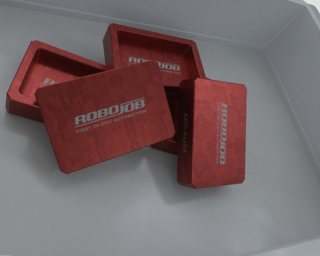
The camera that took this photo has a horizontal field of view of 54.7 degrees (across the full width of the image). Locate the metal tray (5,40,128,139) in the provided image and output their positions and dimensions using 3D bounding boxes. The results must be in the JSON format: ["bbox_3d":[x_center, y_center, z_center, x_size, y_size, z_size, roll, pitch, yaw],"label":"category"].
[{"bbox_3d":[-0.101,-0.043,0.371,0.131,0.030,0.090,18,55,-18],"label":"metal tray"}]

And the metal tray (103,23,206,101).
[{"bbox_3d":[-0.005,-0.084,0.412,0.131,0.030,0.090,3,60,-27],"label":"metal tray"}]

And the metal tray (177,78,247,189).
[{"bbox_3d":[0.068,0.007,0.393,0.091,0.030,0.129,2,89,-34],"label":"metal tray"}]

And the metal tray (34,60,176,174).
[{"bbox_3d":[-0.056,-0.015,0.337,0.131,0.030,0.089,-18,101,-19],"label":"metal tray"}]

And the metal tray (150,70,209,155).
[{"bbox_3d":[0.038,-0.023,0.436,0.091,0.030,0.130,18,55,-18],"label":"metal tray"}]
